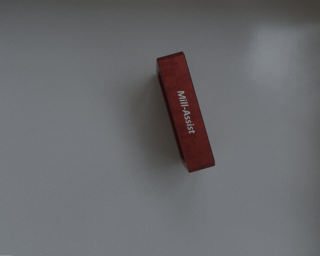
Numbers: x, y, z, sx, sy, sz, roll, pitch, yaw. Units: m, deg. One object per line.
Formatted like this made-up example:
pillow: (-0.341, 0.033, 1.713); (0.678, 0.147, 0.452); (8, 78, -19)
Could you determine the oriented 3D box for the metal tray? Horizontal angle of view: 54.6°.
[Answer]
metal tray: (0.028, -0.017, 0.376); (0.030, 0.090, 0.129); (-16, 90, -1)
